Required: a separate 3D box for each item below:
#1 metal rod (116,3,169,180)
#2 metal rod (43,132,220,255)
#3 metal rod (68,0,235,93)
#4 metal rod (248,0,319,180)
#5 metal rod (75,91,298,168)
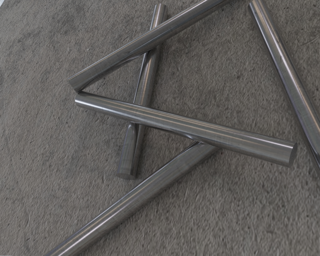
[{"bbox_3d":[-0.020,-0.070,0.457,0.025,0.025,0.300,-5,59,26],"label":"metal rod"},{"bbox_3d":[-0.053,0.103,0.368,0.300,0.025,0.025,-37,51,3],"label":"metal rod"},{"bbox_3d":[0.001,-0.140,0.460,0.301,0.025,0.025,-32,51,-4],"label":"metal rod"},{"bbox_3d":[0.151,-0.049,0.353,0.025,0.025,0.299,-19,54,17],"label":"metal rod"},{"bbox_3d":[0.005,-0.009,0.373,0.300,0.025,0.025,16,70,34],"label":"metal rod"}]
